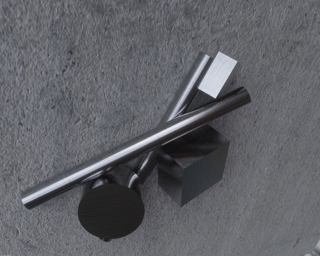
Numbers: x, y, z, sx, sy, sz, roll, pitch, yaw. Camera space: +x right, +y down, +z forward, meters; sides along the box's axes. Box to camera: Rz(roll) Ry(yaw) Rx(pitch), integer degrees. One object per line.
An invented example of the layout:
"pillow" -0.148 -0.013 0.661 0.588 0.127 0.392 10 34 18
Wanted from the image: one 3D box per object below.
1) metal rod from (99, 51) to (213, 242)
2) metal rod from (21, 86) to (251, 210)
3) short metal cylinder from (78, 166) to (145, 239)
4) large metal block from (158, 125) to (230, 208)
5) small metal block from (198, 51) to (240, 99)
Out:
"metal rod" -0.011 0.036 0.424 0.025 0.025 0.298 19 109 -36
"metal rod" -0.026 0.023 0.386 0.301 0.025 0.025 -26 128 -4
"short metal cylinder" -0.062 0.094 0.400 0.081 0.050 0.079 -2 110 -6
"large metal block" 0.045 0.049 0.428 0.081 0.050 0.079 -27 138 -27
"small metal block" 0.077 -0.066 0.393 0.050 0.025 0.050 -61 167 15
